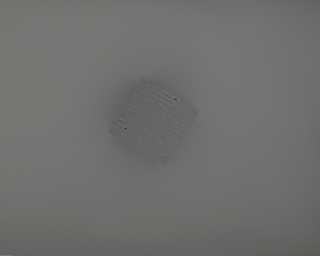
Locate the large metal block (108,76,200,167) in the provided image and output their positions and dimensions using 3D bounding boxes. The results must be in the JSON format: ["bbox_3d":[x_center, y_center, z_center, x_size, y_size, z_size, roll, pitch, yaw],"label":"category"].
[{"bbox_3d":[-0.007,-0.008,0.395,0.080,0.050,0.080,32,89,-1],"label":"large metal block"}]
